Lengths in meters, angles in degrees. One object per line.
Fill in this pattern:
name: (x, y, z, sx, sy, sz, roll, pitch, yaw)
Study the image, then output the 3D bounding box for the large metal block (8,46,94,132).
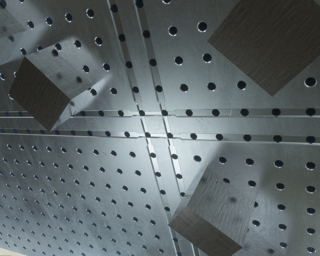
large metal block: (-0.156, -0.055, 0.441, 0.080, 0.050, 0.080, 44, 129, -3)

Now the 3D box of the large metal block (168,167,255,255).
large metal block: (0.070, 0.112, 0.407, 0.080, 0.080, 0.050, 36, 129, 4)

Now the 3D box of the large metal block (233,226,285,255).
large metal block: (0.120, 0.191, 0.430, 0.080, 0.080, 0.050, 40, 129, 0)

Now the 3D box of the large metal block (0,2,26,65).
large metal block: (-0.252, -0.139, 0.439, 0.080, 0.050, 0.080, -35, 99, 38)

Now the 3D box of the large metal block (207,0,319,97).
large metal block: (0.105, -0.090, 0.284, 0.080, 0.050, 0.080, 41, 129, 0)
